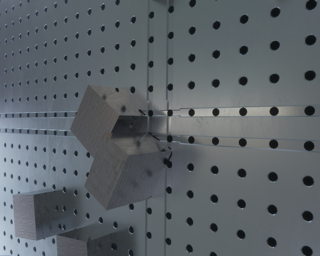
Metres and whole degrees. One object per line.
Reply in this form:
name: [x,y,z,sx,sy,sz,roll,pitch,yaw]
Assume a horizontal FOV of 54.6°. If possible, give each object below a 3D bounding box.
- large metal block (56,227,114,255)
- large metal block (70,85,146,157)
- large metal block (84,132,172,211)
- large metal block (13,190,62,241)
large metal block: [-0.118,0.209,0.492,0.080,0.050,0.080,-7,85,40]
large metal block: [-0.080,-0.007,0.460,0.080,0.050,0.080,42,116,32]
large metal block: [-0.041,0.053,0.409,0.050,0.081,0.080,36,112,34]
large metal block: [-0.234,0.163,0.588,0.080,0.050,0.080,-10,83,39]
